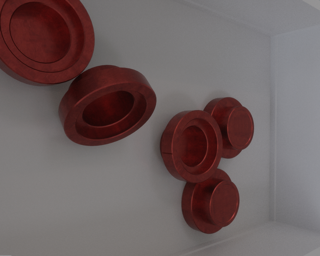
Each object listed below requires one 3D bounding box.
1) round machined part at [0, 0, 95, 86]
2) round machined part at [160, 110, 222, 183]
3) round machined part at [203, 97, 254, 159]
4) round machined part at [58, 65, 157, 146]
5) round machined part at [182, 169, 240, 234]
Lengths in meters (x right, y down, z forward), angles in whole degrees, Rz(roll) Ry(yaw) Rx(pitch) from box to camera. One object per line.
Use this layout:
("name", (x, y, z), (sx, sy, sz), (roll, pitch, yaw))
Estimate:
("round machined part", (-0.117, -0.089, 0.297), (0.099, 0.042, 0.097), (0, 90, -40))
("round machined part", (0.039, 0.025, 0.428), (0.099, 0.042, 0.097), (0, 90, -40))
("round machined part", (0.112, 0.000, 0.489), (0.099, 0.042, 0.097), (0, 90, -40))
("round machined part", (-0.057, -0.027, 0.325), (0.099, 0.097, 0.042), (-2, 51, -40))
("round machined part", (0.082, 0.110, 0.464), (0.099, 0.042, 0.097), (0, 90, -40))
